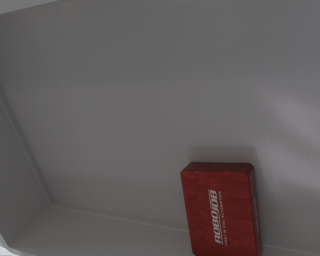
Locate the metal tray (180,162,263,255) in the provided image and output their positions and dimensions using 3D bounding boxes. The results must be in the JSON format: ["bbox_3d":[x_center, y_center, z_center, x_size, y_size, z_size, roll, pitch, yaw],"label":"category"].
[{"bbox_3d":[0.082,0.112,0.412,0.090,0.030,0.129,-3,103,29],"label":"metal tray"}]
